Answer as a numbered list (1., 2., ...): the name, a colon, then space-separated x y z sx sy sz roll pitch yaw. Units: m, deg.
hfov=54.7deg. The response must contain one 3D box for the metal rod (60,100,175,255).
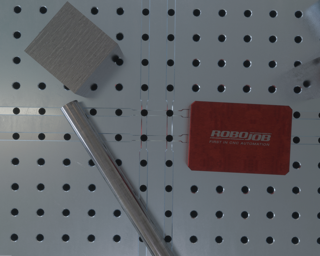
1. metal rod: -0.042 0.096 0.412 0.025 0.025 0.299 -32 90 0

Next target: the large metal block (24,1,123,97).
1. large metal block: -0.108 -0.098 0.400 0.080 0.050 0.080 41 90 0

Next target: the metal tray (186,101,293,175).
1. metal tray: 0.103 0.013 0.411 0.131 0.030 0.089 3 90 0

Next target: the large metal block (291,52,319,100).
1. large metal block: 0.229 -0.081 0.387 0.080 0.080 0.050 -32 90 0
